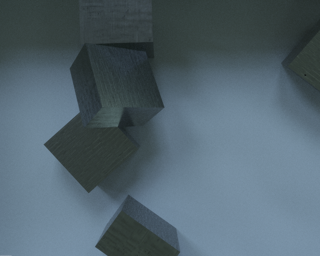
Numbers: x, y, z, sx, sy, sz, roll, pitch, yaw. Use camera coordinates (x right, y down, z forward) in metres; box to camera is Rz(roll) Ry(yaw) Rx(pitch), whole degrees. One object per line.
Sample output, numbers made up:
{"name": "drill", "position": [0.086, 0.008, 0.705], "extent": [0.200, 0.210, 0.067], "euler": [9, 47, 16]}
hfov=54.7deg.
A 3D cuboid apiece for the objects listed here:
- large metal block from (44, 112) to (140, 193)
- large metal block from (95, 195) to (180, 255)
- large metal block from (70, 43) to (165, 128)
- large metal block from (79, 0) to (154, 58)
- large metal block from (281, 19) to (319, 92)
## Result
{"name": "large metal block", "position": [-0.083, 0.022, 0.398], "extent": [0.080, 0.050, 0.080], "euler": [-42, 91, 0]}
{"name": "large metal block", "position": [-0.025, 0.135, 0.384], "extent": [0.080, 0.080, 0.050], "euler": [36, 90, -1]}
{"name": "large metal block", "position": [-0.052, -0.048, 0.366], "extent": [0.081, 0.050, 0.080], "euler": [-2, 66, -38]}
{"name": "large metal block", "position": [-0.049, -0.119, 0.383], "extent": [0.081, 0.080, 0.050], "euler": [-2, 90, -1]}
{"name": "large metal block", "position": [0.217, -0.088, 0.390], "extent": [0.080, 0.050, 0.080], "euler": [37, 110, 0]}
